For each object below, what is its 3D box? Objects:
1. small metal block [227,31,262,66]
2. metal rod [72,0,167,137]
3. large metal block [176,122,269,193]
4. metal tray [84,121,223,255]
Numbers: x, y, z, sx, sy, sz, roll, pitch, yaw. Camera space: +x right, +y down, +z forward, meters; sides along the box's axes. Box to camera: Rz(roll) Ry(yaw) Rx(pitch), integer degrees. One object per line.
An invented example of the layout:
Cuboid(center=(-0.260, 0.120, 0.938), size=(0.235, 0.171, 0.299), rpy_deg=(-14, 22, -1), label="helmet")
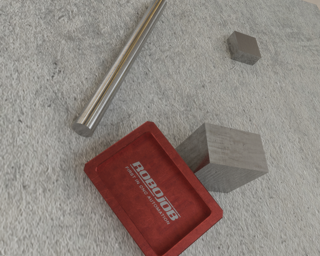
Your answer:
Cuboid(center=(0.158, -0.150, 0.583), size=(0.050, 0.025, 0.050), rpy_deg=(10, 58, -23), label="small metal block")
Cuboid(center=(-0.044, -0.108, 0.446), size=(0.025, 0.025, 0.300), rpy_deg=(30, 52, -10), label="metal rod")
Cuboid(center=(0.071, 0.041, 0.384), size=(0.081, 0.080, 0.050), rpy_deg=(11, 57, -23), label="large metal block")
Cuboid(center=(-0.008, 0.069, 0.334), size=(0.090, 0.030, 0.130), rpy_deg=(-36, 81, -15), label="metal tray")
